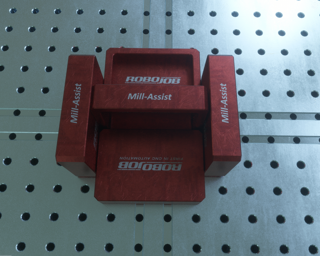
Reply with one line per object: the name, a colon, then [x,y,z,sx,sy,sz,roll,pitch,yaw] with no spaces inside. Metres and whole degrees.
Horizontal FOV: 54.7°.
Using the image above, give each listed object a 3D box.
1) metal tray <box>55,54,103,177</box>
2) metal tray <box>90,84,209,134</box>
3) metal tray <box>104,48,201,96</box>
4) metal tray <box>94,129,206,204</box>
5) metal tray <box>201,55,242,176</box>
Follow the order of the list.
metal tray: [-0.092,-0.012,0.380,0.030,0.090,0.130,1,70,0]
metal tray: [-0.012,-0.020,0.382,0.131,0.090,0.030,1,70,0]
metal tray: [-0.010,-0.065,0.433,0.131,0.030,0.090,1,70,0]
metal tray: [-0.012,0.048,0.390,0.131,0.030,0.090,1,70,0]
metal tray: [0.070,-0.013,0.382,0.030,0.090,0.130,1,70,0]
